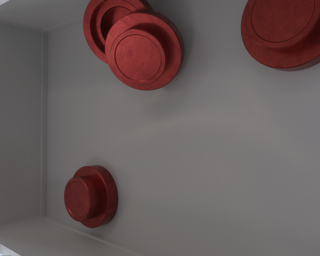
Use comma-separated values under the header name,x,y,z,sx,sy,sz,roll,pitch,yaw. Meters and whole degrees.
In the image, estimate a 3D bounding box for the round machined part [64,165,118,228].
name,x,y,z,sx,sy,sz,roll,pitch,yaw
round machined part,-0.115,0.110,0.491,0.098,0.042,0.097,0,90,40

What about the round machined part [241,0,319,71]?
name,x,y,z,sx,sy,sz,roll,pitch,yaw
round machined part,0.122,-0.106,0.295,0.098,0.042,0.097,0,90,40

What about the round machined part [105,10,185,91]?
name,x,y,z,sx,sy,sz,roll,pitch,yaw
round machined part,-0.022,-0.091,0.381,0.098,0.042,0.097,6,119,11

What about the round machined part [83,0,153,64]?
name,x,y,z,sx,sy,sz,roll,pitch,yaw
round machined part,-0.049,-0.135,0.418,0.098,0.042,0.097,7,117,15
